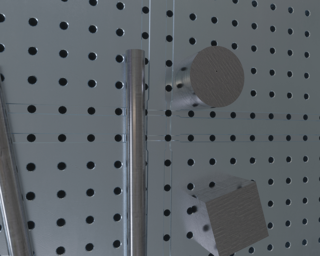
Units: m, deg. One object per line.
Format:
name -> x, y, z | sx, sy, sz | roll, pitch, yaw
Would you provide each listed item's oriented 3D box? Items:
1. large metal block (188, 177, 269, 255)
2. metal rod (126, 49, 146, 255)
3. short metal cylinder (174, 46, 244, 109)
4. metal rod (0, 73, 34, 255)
large metal block -> 0.096, 0.122, 0.435 | 0.081, 0.050, 0.080 | -17, 96, -19
metal rod -> -0.031, 0.050, 0.401 | 0.025, 0.025, 0.298 | 0, 90, -20
short metal cylinder -> 0.067, -0.067, 0.424 | 0.081, 0.050, 0.079 | 0, 90, -20
metal rod -> -0.169, 0.076, 0.350 | 0.025, 0.025, 0.298 | -10, 94, -20
